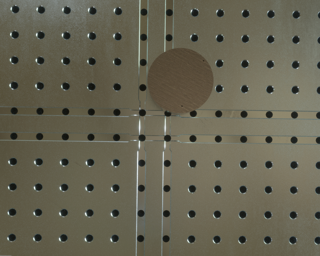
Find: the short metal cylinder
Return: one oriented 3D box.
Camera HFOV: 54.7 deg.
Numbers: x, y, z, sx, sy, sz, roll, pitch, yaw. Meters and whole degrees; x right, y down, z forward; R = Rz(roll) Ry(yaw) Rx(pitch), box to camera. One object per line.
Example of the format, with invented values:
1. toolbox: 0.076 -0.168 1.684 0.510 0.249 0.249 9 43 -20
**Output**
1. short metal cylinder: 0.025 -0.058 0.401 0.081 0.050 0.079 0 90 -1
